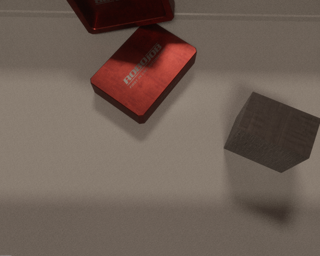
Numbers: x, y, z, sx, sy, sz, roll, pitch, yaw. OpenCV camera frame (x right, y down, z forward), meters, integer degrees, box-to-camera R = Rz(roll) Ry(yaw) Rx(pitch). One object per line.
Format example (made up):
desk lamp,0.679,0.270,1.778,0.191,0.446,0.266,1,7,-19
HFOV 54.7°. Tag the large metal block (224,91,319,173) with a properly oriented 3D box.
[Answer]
large metal block,0.132,0.008,0.379,0.080,0.080,0.050,24,72,8

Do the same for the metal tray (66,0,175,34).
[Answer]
metal tray,-0.054,-0.176,0.414,0.130,0.090,0.030,-5,63,15

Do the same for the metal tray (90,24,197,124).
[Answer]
metal tray,-0.021,-0.081,0.436,0.090,0.030,0.130,35,73,11
